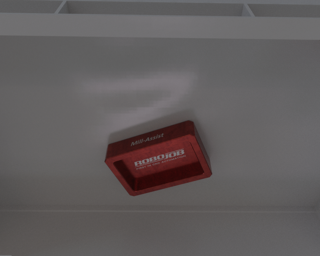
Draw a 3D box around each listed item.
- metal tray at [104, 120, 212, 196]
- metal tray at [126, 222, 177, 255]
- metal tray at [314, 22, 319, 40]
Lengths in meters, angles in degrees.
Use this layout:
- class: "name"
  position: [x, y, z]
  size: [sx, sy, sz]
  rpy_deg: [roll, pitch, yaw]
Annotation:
- class: "metal tray"
  position: [-0.001, 0.047, 0.445]
  size: [0.130, 0.030, 0.090]
  rpy_deg: [-17, 128, 14]
- class: "metal tray"
  position: [-0.013, 0.234, 0.607]
  size: [0.091, 0.030, 0.129]
  rpy_deg: [-2, 130, 1]
- class: "metal tray"
  position: [0.213, -0.071, 0.282]
  size: [0.091, 0.130, 0.030]
  rpy_deg: [3, 130, -3]
